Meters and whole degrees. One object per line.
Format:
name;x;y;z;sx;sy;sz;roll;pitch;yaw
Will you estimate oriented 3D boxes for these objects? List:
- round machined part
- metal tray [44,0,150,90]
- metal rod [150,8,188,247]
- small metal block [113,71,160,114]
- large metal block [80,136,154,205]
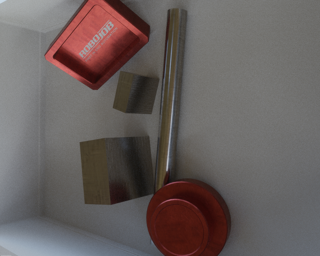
round machined part;0.028;0.110;0.354;0.098;0.042;0.097;1;92;23
metal tray;-0.088;-0.119;0.433;0.130;0.090;0.030;-35;35;34
metal rod;0.011;0.003;0.396;0.025;0.025;0.298;7;95;39
small metal block;-0.031;-0.046;0.414;0.025;0.050;0.050;22;104;37
large metal block;-0.056;0.054;0.415;0.050;0.081;0.080;-10;84;39
